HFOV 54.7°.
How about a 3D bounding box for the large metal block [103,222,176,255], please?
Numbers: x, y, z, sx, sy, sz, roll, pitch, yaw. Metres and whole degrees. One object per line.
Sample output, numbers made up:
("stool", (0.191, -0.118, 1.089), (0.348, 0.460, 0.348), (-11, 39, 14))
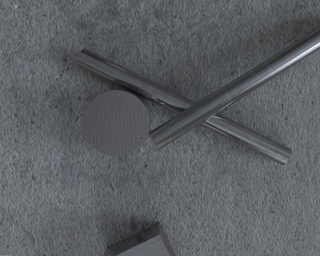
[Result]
("large metal block", (-0.019, 0.181, 0.397), (0.080, 0.050, 0.080), (-26, 90, 0))

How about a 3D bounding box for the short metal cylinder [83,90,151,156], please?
("short metal cylinder", (-0.052, -0.006, 0.397), (0.081, 0.050, 0.079), (0, 90, 0))

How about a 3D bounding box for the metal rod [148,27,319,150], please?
("metal rod", (0.120, -0.062, 0.394), (0.301, 0.025, 0.025), (-32, 90, -7))

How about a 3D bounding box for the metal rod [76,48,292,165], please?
("metal rod", (0.032, -0.028, 0.410), (0.301, 0.025, 0.025), (26, 90, 0))
